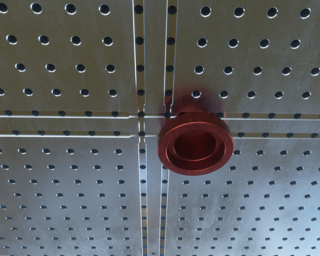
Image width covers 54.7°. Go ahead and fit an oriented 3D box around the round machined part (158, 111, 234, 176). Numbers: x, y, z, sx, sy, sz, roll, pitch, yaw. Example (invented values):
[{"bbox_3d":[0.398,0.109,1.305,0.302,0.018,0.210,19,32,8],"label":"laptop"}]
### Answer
[{"bbox_3d":[0.046,0.017,0.416,0.099,0.042,0.097,-1,130,0],"label":"round machined part"}]
